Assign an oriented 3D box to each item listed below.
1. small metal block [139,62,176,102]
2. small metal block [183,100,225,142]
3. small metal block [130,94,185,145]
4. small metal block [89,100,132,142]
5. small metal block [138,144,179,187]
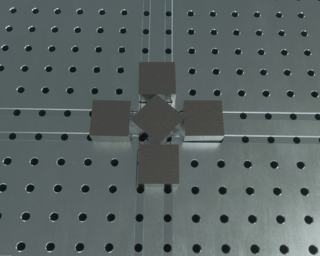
[{"bbox_3d":[-0.004,-0.065,0.435,0.050,0.025,0.050,0,70,-1],"label":"small metal block"},{"bbox_3d":[0.057,-0.009,0.416,0.050,0.025,0.050,0,70,-1],"label":"small metal block"},{"bbox_3d":[-0.003,-0.008,0.414,0.050,0.025,0.050,40,75,13],"label":"small metal block"},{"bbox_3d":[-0.064,-0.009,0.414,0.050,0.025,0.050,1,70,0],"label":"small metal block"},{"bbox_3d":[-0.002,0.048,0.394,0.050,0.025,0.050,0,70,0],"label":"small metal block"}]
